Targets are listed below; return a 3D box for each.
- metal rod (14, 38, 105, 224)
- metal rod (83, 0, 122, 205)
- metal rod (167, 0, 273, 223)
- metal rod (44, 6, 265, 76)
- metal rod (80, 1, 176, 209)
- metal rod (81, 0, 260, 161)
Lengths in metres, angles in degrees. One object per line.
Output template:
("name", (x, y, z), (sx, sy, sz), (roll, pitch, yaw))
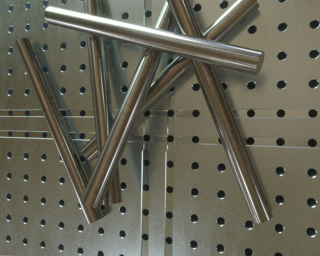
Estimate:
("metal rod", (-0.154, -0.001, 0.467), (0.025, 0.025, 0.299), (-28, 81, 18))
("metal rod", (-0.080, -0.050, 0.420), (0.025, 0.025, 0.299), (-12, 78, 20))
("metal rod", (0.068, -0.032, 0.370), (0.025, 0.025, 0.299), (-21, 90, 19))
("metal rod", (-0.026, -0.112, 0.376), (0.300, 0.025, 0.025), (20, 97, 25))
("metal rod", (-0.027, -0.047, 0.387), (0.025, 0.025, 0.299), (20, 83, 19))
("metal rod", (0.003, -0.059, 0.411), (0.299, 0.025, 0.025), (-42, 77, 15))
